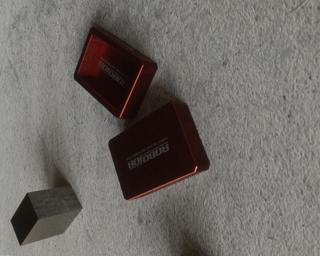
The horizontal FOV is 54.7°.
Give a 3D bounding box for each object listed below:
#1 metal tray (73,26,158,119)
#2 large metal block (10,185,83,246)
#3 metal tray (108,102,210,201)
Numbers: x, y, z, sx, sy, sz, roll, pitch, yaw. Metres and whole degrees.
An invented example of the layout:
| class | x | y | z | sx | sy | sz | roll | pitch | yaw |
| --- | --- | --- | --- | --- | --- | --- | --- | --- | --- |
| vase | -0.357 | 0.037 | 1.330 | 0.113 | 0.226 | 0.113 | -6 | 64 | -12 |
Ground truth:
| class | x | y | z | sx | sy | sz | roll | pitch | yaw |
| --- | --- | --- | --- | --- | --- | --- | --- | --- | --- |
| metal tray | -0.071 | -0.083 | 0.460 | 0.130 | 0.030 | 0.089 | 40 | 114 | 32 |
| large metal block | -0.194 | 0.148 | 0.529 | 0.080 | 0.081 | 0.050 | -51 | 60 | 28 |
| metal tray | -0.007 | 0.034 | 0.408 | 0.130 | 0.030 | 0.090 | -30 | 71 | 36 |
